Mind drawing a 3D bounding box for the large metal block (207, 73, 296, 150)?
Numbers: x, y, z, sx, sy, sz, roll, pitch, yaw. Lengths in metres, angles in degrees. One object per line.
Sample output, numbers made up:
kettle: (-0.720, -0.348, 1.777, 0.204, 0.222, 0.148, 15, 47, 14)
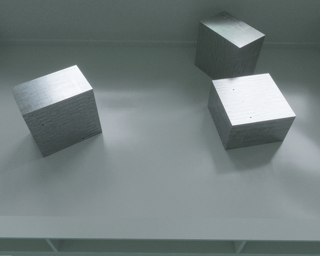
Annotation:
large metal block: (0.116, -0.023, 0.410, 0.081, 0.050, 0.080, -8, 51, -7)

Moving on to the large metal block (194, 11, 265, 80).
large metal block: (0.101, -0.116, 0.468, 0.050, 0.080, 0.080, -30, 57, -23)

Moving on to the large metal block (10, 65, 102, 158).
large metal block: (-0.125, -0.020, 0.385, 0.081, 0.080, 0.050, -25, 55, -20)
